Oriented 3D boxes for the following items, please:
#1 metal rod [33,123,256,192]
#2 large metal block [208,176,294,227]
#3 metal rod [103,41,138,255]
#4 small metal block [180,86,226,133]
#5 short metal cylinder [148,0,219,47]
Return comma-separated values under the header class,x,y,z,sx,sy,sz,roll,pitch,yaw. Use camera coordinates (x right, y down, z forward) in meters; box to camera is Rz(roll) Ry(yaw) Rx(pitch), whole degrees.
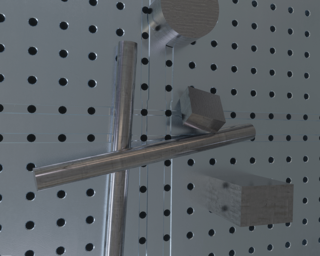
class,x,y,z,sx,sy,sz,roll,pitch,yaw
metal rod,0.002,0.029,0.392,0.303,0.025,0.025,-10,94,-28
large metal block,0.123,0.097,0.429,0.081,0.080,0.050,2,90,-20
metal rod,-0.051,0.040,0.393,0.025,0.025,0.298,4,89,-20
small metal block,0.057,-0.025,0.420,0.050,0.025,0.050,14,47,-20
short metal cylinder,0.030,-0.153,0.410,0.081,0.050,0.079,0,90,-20
